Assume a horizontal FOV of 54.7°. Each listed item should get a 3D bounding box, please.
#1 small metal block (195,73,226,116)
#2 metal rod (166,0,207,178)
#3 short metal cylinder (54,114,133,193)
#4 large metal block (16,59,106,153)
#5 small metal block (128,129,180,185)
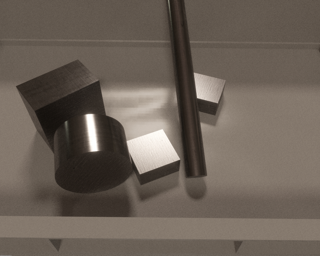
[{"bbox_3d":[0.063,-0.050,0.448,0.050,0.025,0.050,16,52,12],"label":"small metal block"},{"bbox_3d":[0.029,-0.086,0.401,0.025,0.025,0.299,-4,74,-4],"label":"metal rod"},{"bbox_3d":[-0.075,0.030,0.343,0.081,0.080,0.050,-10,51,-9],"label":"short metal cylinder"},{"bbox_3d":[-0.119,-0.027,0.390,0.081,0.080,0.050,-32,57,-24],"label":"large metal block"},{"bbox_3d":[-0.010,0.035,0.376,0.050,0.025,0.050,-19,53,-15],"label":"small metal block"}]
